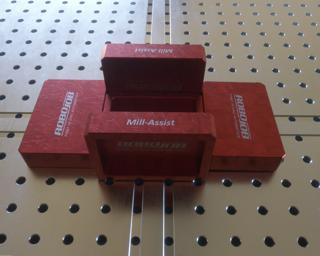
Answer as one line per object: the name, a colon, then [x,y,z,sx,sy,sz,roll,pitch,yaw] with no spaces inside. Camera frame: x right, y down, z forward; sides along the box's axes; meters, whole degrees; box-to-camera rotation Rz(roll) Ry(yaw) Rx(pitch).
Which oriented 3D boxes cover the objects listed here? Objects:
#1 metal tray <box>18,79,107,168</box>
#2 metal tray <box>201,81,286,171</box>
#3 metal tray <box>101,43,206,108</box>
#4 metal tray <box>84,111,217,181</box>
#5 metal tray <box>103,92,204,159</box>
metal tray: [-0.120,-0.010,0.411,0.091,0.030,0.130,1,50,0]
metal tray: [0.102,-0.007,0.409,0.091,0.030,0.130,2,50,-1]
metal tray: [-0.008,-0.069,0.423,0.131,0.089,0.030,1,50,0]
metal tray: [-0.010,0.023,0.344,0.131,0.089,0.030,1,50,0]
metal tray: [-0.009,-0.005,0.406,0.131,0.030,0.090,1,50,0]
